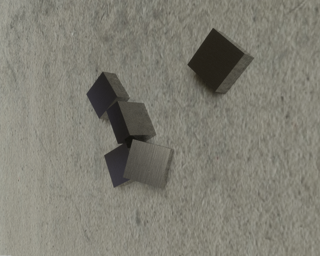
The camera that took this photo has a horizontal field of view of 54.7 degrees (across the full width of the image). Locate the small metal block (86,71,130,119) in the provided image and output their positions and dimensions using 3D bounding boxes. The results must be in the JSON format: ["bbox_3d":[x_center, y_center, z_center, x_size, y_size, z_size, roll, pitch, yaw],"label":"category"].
[{"bbox_3d":[-0.079,-0.048,0.468,0.050,0.025,0.050,-46,63,30],"label":"small metal block"}]

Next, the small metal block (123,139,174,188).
[{"bbox_3d":[-0.014,0.045,0.397,0.050,0.025,0.050,14,89,13],"label":"small metal block"}]

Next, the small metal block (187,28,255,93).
[{"bbox_3d":[0.067,-0.075,0.348,0.050,0.025,0.050,50,119,28],"label":"small metal block"}]

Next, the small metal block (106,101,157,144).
[{"bbox_3d":[-0.038,-0.007,0.418,0.025,0.050,0.050,-34,69,35],"label":"small metal block"}]

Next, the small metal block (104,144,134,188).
[{"bbox_3d":[-0.048,0.052,0.443,0.050,0.025,0.050,-31,71,35],"label":"small metal block"}]
